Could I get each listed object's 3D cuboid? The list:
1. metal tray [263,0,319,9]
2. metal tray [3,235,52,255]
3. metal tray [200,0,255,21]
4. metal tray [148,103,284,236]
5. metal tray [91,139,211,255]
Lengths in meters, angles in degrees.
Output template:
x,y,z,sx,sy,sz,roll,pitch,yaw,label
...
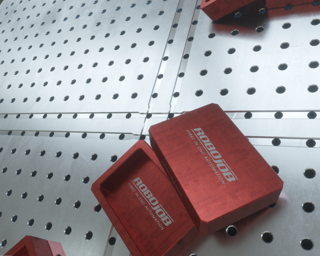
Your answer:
x,y,z,sx,sy,sz,roll,pitch,yaw,label
0.200,-0.234,0.443,0.090,0.030,0.130,2,62,28,metal tray
-0.159,0.205,0.359,0.090,0.030,0.130,-41,51,-1,metal tray
0.115,-0.234,0.467,0.090,0.030,0.130,-13,53,47,metal tray
0.054,0.036,0.333,0.091,0.030,0.130,-21,50,-13,metal tray
-0.014,0.085,0.358,0.090,0.030,0.130,-44,51,-3,metal tray
